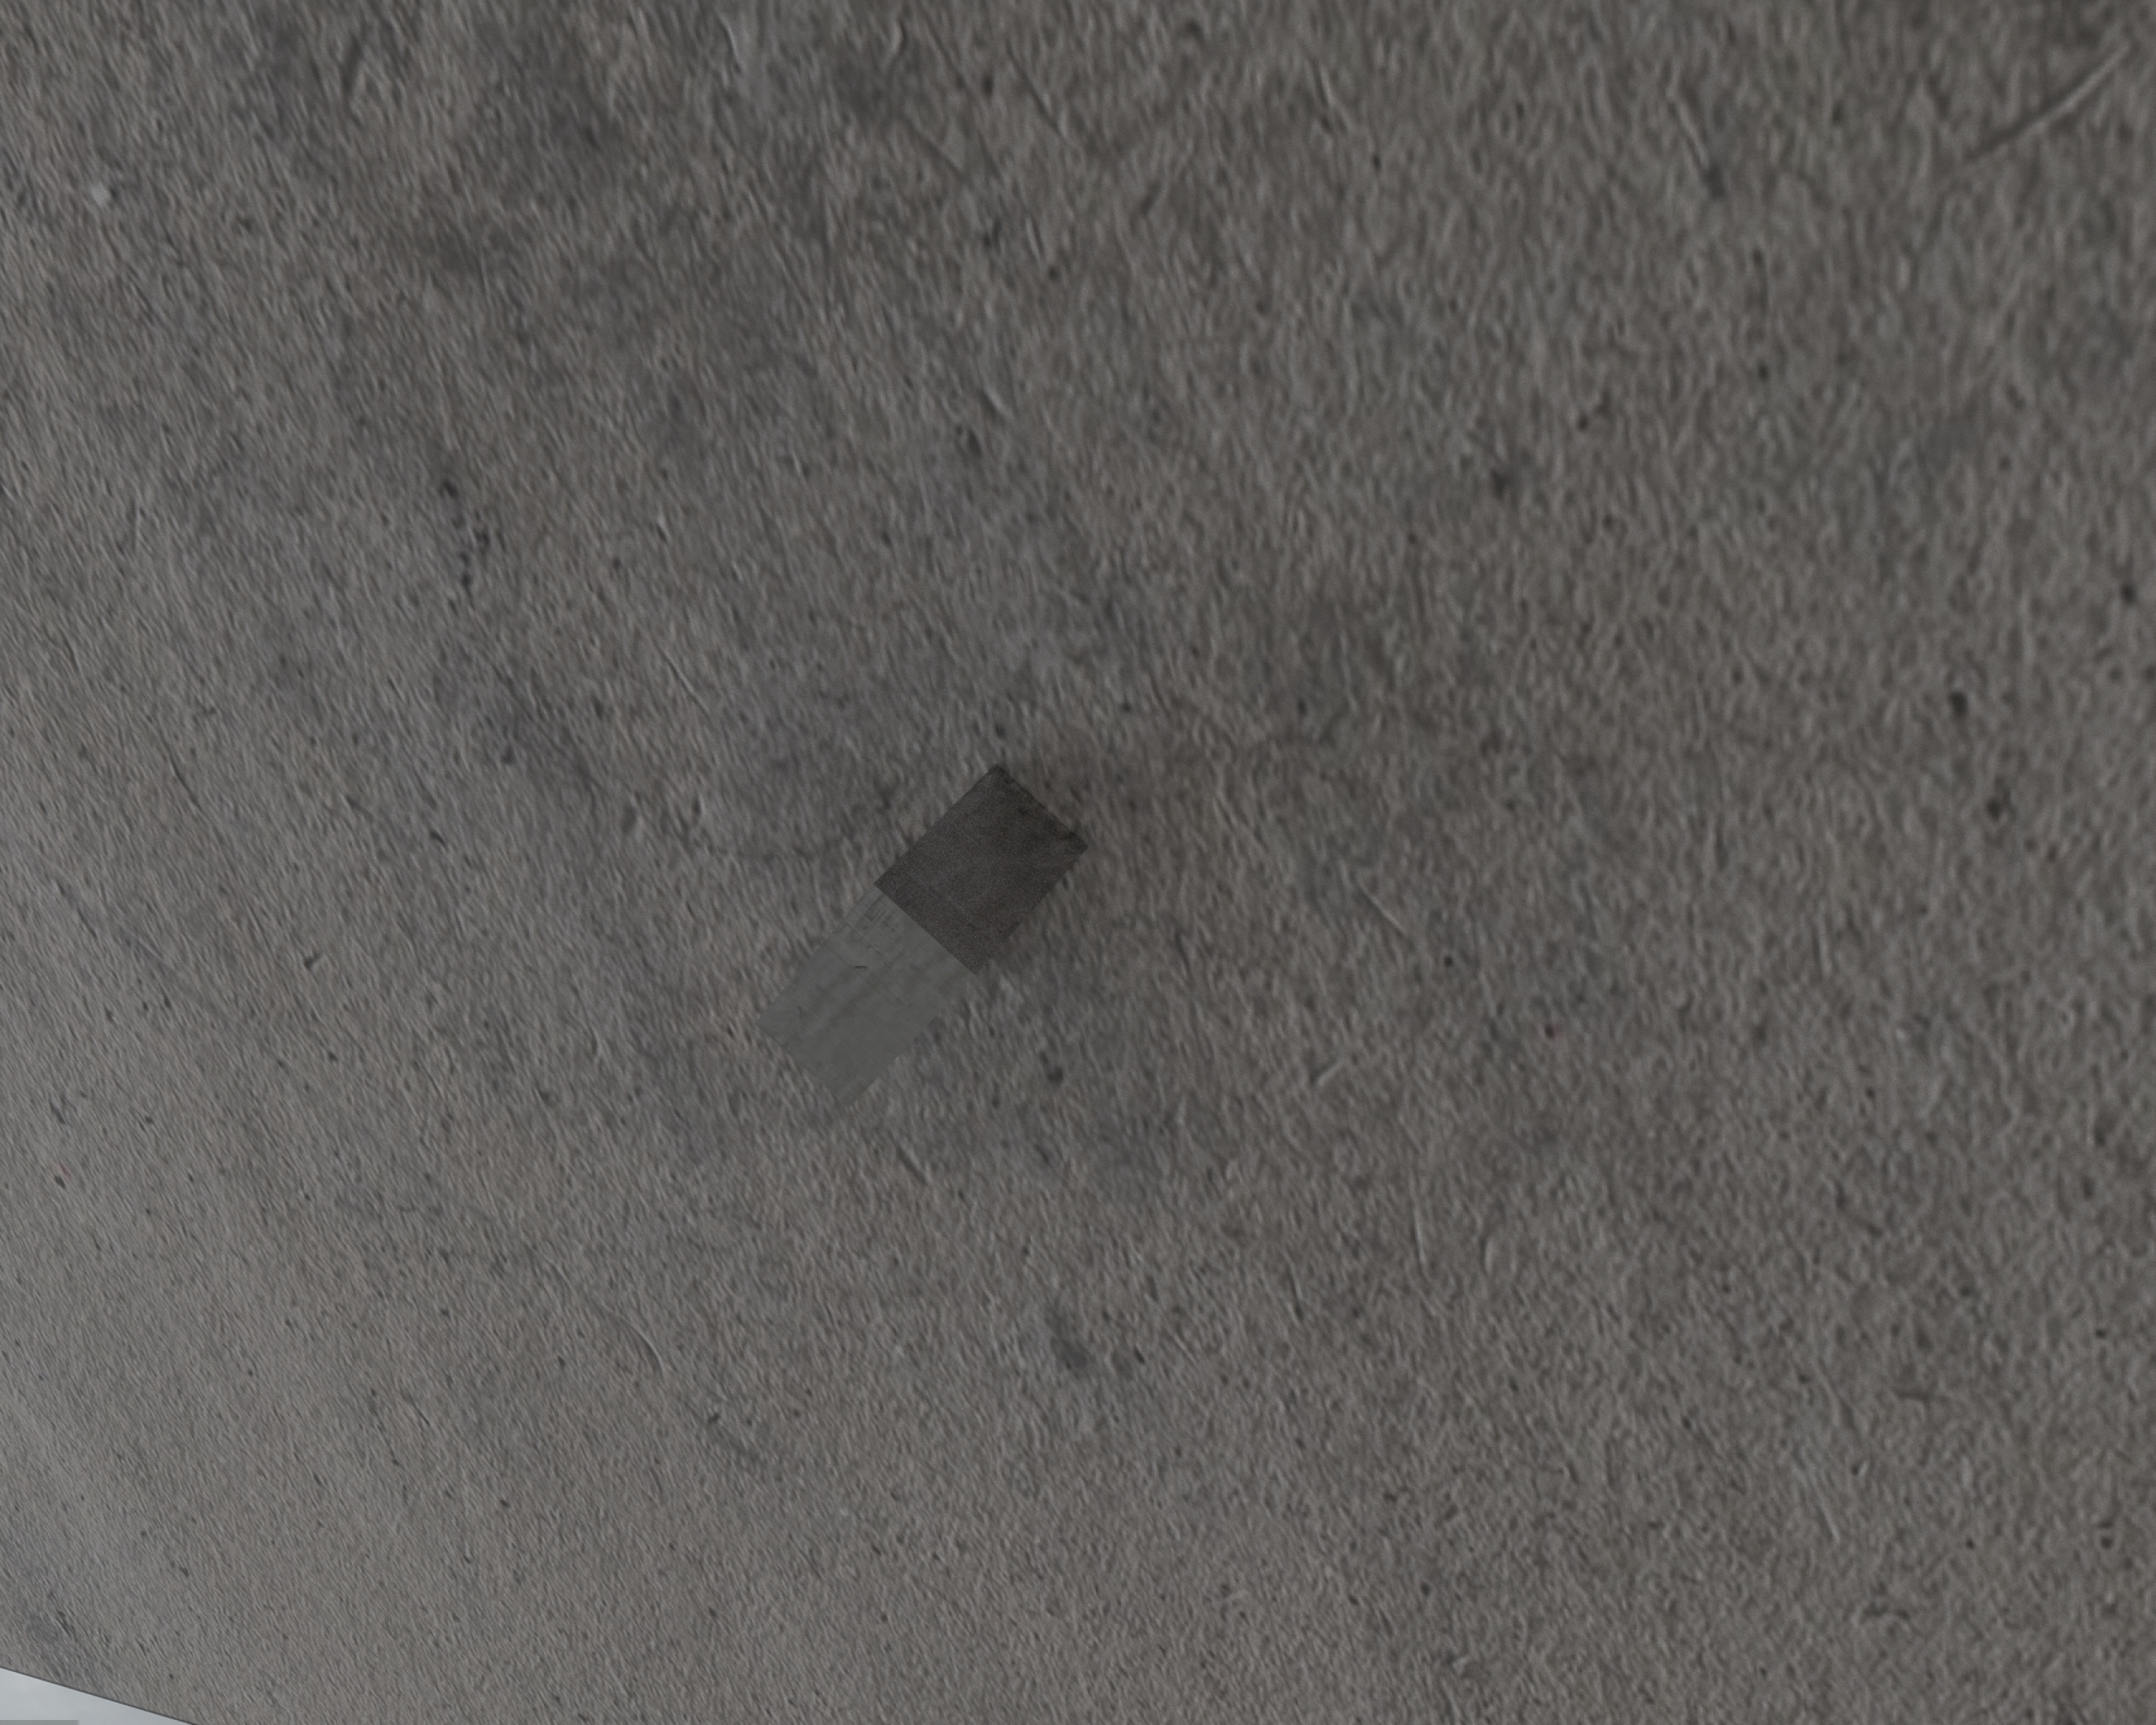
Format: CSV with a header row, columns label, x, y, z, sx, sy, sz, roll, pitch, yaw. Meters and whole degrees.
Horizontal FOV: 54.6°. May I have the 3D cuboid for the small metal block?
label,x,y,z,sx,sy,sz,roll,pitch,yaw
small metal block,-0.031,0.014,0.416,0.025,0.050,0.050,43,129,-1
